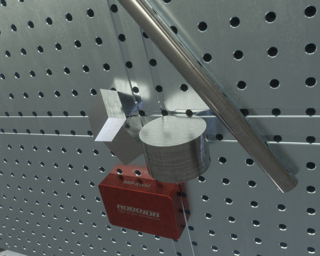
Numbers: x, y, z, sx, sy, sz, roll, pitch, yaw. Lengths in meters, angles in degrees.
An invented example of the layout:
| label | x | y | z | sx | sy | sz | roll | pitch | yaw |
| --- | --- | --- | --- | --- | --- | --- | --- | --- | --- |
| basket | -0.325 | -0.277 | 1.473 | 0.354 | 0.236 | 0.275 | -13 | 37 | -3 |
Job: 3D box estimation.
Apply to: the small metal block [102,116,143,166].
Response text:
| label | x | y | z | sx | sy | sz | roll | pitch | yaw |
| --- | --- | --- | --- | --- | --- | --- | --- | --- | --- |
| small metal block | -0.047 | 0.020 | 0.446 | 0.050 | 0.025 | 0.050 | 48 | 128 | -6 |

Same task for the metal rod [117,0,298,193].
| label | x | y | z | sx | sy | sz | roll | pitch | yaw |
| --- | --- | --- | --- | --- | --- | --- | --- | --- | --- |
| metal rod | 0.056 | -0.043 | 0.354 | 0.300 | 0.025 | 0.025 | 48 | 128 | -7 |

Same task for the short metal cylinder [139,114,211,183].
| label | x | y | z | sx | sy | sz | roll | pitch | yaw |
| --- | --- | --- | --- | --- | --- | --- | --- | --- | --- |
| short metal cylinder | 0.019 | 0.023 | 0.379 | 0.080 | 0.080 | 0.050 | 3 | 120 | 26 |

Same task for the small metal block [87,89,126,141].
| label | x | y | z | sx | sy | sz | roll | pitch | yaw |
| --- | --- | --- | --- | --- | --- | --- | --- | --- | --- |
| small metal block | -0.074 | -0.017 | 0.421 | 0.050 | 0.025 | 0.050 | -52 | 48 | 39 |

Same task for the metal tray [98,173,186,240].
| label | x | y | z | sx | sy | sz | roll | pitch | yaw |
| --- | --- | --- | --- | --- | --- | --- | --- | --- | --- |
| metal tray | -0.029 | 0.125 | 0.499 | 0.130 | 0.030 | 0.089 | 4 | 120 | 25 |
